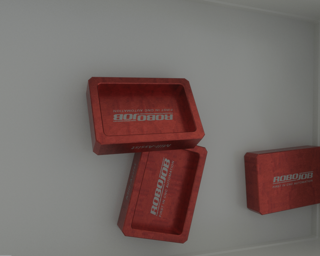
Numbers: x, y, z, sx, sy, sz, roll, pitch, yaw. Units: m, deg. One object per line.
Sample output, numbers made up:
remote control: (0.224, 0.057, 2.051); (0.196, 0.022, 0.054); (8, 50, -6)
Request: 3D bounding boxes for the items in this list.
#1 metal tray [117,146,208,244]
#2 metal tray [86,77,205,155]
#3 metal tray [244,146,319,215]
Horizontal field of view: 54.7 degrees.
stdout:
metal tray: (0.004, 0.079, 0.410); (0.091, 0.030, 0.129); (15, 85, -20)
metal tray: (-0.019, -0.017, 0.380); (0.131, 0.030, 0.090); (-3, 62, -20)
metal tray: (0.197, 0.078, 0.483); (0.131, 0.030, 0.089); (-4, 92, -20)
